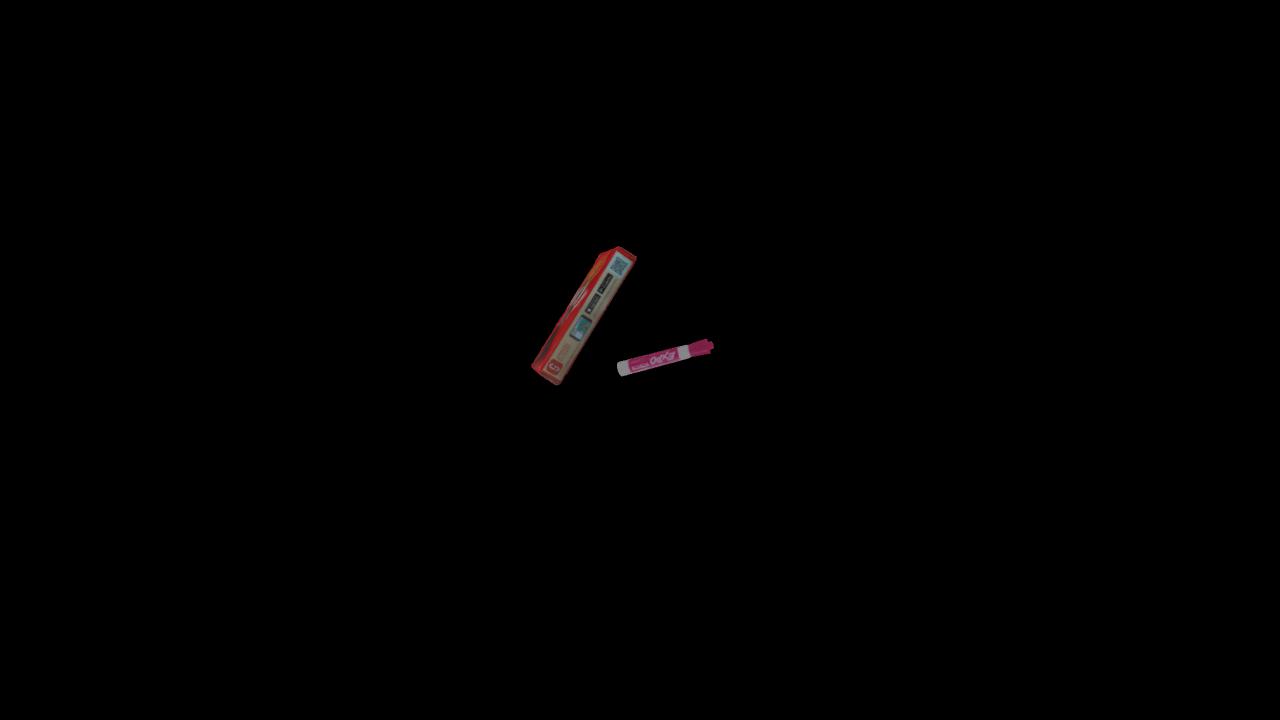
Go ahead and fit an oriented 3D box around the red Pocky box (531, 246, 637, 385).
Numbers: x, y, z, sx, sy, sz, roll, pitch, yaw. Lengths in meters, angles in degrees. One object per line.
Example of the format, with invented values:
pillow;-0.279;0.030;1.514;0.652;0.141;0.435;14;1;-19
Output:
red Pocky box;-0.063;-0.048;0.655;0.028;0.155;0.083;32;-6;-15

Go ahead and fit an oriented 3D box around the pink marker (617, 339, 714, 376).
pink marker;0.031;-0.003;0.748;0.121;0.020;0.020;-15;-4;17
